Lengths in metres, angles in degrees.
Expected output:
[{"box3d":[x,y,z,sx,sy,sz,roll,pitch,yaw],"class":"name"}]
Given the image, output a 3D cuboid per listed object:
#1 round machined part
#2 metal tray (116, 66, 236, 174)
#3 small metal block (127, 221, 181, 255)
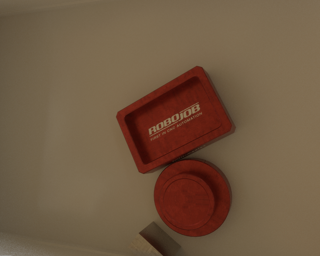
[{"box3d":[0.038,0.088,0.388,0.098,0.042,0.097,0,90,19],"class":"round machined part"},{"box3d":[0.017,-0.008,0.396,0.130,0.030,0.090,-28,75,17],"class":"metal tray"},{"box3d":[-0.006,0.153,0.398,0.050,0.050,0.025,38,102,15],"class":"small metal block"}]
